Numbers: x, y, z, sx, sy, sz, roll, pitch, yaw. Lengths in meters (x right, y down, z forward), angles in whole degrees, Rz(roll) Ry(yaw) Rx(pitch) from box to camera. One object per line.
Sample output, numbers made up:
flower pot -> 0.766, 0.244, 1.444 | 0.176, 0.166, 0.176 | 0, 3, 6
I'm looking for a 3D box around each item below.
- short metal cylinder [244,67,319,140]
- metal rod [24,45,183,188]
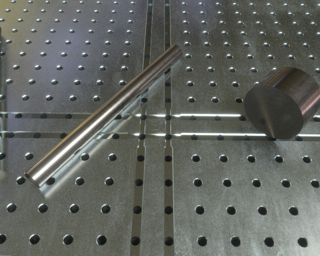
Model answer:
short metal cylinder -> 0.158, -0.032, 0.401 | 0.080, 0.080, 0.050 | 36, 59, 26
metal rod -> -0.060, -0.034, 0.434 | 0.025, 0.025, 0.301 | 29, 55, 21
